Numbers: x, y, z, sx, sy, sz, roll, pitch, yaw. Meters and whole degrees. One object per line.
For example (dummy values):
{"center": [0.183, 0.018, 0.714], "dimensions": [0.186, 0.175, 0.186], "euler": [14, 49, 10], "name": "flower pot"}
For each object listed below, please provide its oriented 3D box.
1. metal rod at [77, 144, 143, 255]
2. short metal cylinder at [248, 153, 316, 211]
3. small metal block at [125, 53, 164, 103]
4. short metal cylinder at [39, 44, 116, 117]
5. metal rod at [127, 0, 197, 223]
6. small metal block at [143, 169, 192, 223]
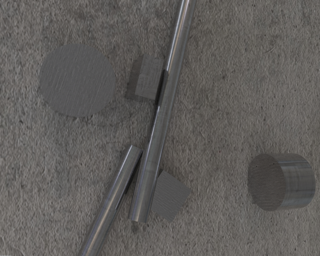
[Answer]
{"center": [-0.089, 0.161, 0.376], "dimensions": [0.025, 0.025, 0.299], "euler": [26, 81, -18], "name": "metal rod"}
{"center": [0.171, 0.076, 0.443], "dimensions": [0.050, 0.080, 0.079], "euler": [1, 90, -20], "name": "short metal cylinder"}
{"center": [-0.021, -0.060, 0.388], "dimensions": [0.025, 0.050, 0.050], "euler": [15, 85, -20], "name": "small metal block"}
{"center": [-0.097, -0.052, 0.360], "dimensions": [0.081, 0.050, 0.079], "euler": [0, 90, -20], "name": "short metal cylinder"}
{"center": [0.006, -0.033, 0.397], "dimensions": [0.025, 0.025, 0.299], "euler": [16, 79, -19], "name": "metal rod"}
{"center": [0.005, 0.088, 0.411], "dimensions": [0.050, 0.025, 0.050], "euler": [38, 78, -16], "name": "small metal block"}
